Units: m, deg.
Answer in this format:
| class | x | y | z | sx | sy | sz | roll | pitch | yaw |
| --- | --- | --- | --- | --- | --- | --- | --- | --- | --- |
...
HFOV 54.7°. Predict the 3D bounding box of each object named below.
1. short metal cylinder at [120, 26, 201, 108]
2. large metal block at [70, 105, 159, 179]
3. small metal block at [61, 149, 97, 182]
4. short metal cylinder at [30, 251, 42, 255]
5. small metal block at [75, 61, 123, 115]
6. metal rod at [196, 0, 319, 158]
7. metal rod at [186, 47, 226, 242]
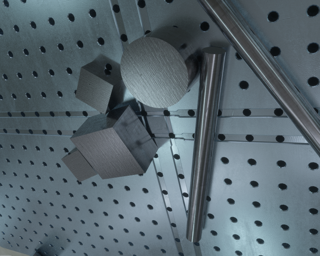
| class | x | y | z | sx | sy | sz | roll | pitch | yaw |
| --- | --- | --- | --- | --- | --- | --- | --- | --- | --- |
| short metal cylinder | 0.003 | -0.069 | 0.351 | 0.080 | 0.050 | 0.079 | 13 | 124 | 21 |
| large metal block | -0.063 | 0.022 | 0.434 | 0.080 | 0.050 | 0.080 | -14 | 121 | 34 |
| small metal block | -0.127 | 0.057 | 0.514 | 0.050 | 0.025 | 0.050 | -26 | 104 | 37 |
| short metal cylinder | -0.319 | 0.352 | 0.762 | 0.050 | 0.080 | 0.080 | 47 | 129 | -5 |
| small metal block | -0.083 | -0.054 | 0.422 | 0.050 | 0.025 | 0.050 | 30 | 128 | 9 |
| metal rod | 0.098 | -0.073 | 0.314 | 0.300 | 0.025 | 0.025 | 49 | 129 | -7 |
| metal rod | 0.055 | 0.044 | 0.408 | 0.025 | 0.025 | 0.298 | 14 | 124 | 20 |
